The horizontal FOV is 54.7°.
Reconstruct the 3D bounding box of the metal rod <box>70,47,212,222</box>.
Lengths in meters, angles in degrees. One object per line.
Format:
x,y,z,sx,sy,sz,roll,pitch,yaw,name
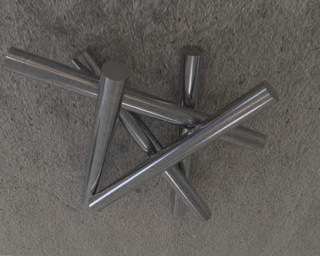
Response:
-0.010,0.026,0.406,0.025,0.025,0.300,-25,119,20,metal rod

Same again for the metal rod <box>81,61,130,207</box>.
-0.078,0.034,0.391,0.025,0.025,0.298,12,143,-10,metal rod

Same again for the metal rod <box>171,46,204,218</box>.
0.033,0.030,0.432,0.025,0.025,0.298,1,130,-1,metal rod

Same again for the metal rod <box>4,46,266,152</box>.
-0.011,-0.025,0.349,0.302,0.025,0.025,18,128,-17,metal rod

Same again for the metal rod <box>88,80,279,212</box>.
0.006,0.038,0.379,0.025,0.025,0.299,35,127,-26,metal rod
